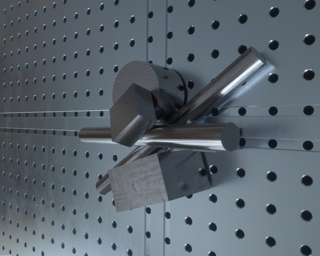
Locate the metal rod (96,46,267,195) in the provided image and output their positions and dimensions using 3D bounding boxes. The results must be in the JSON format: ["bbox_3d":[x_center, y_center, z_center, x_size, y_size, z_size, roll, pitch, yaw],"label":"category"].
[{"bbox_3d":[0.007,0.008,0.400,0.299,0.025,0.025,-41,65,32],"label":"metal rod"}]

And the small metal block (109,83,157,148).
[{"bbox_3d":[-0.032,-0.014,0.355,0.050,0.025,0.050,-43,42,32],"label":"small metal block"}]

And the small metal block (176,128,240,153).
[{"bbox_3d":[0.054,0.012,0.344,0.050,0.050,0.025,0,90,41],"label":"small metal block"}]

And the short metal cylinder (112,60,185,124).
[{"bbox_3d":[-0.016,-0.043,0.401,0.080,0.050,0.080,-1,89,40],"label":"short metal cylinder"}]

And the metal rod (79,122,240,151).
[{"bbox_3d":[-0.030,0.010,0.383,0.299,0.025,0.025,-1,89,53],"label":"metal rod"}]

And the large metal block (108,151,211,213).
[{"bbox_3d":[-0.001,0.061,0.368,0.080,0.081,0.050,-23,76,38],"label":"large metal block"}]
